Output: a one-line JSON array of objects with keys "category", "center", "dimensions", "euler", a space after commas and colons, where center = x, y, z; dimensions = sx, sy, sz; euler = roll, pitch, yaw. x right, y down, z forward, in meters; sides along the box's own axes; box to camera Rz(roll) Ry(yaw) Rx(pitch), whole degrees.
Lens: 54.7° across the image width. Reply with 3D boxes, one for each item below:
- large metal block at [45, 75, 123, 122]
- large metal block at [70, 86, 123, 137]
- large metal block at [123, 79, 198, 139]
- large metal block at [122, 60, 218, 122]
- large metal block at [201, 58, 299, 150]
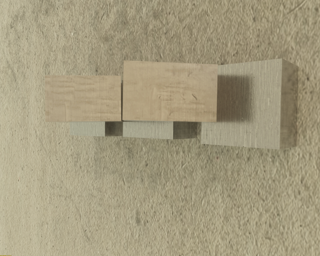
[{"category": "large metal block", "center": [-0.086, -0.032, 0.374], "dimensions": [0.081, 0.080, 0.050], "euler": [-1, 90, -6]}, {"category": "large metal block", "center": [-0.089, -0.029, 0.461], "dimensions": [0.080, 0.050, 0.079], "euler": [1, 90, 39]}, {"category": "large metal block", "center": [0.000, -0.028, 0.389], "dimensions": [0.080, 0.050, 0.079], "euler": [1, 91, 39]}, {"category": "large metal block", "center": [0.005, -0.031, 0.302], "dimensions": [0.080, 0.081, 0.050], "euler": [-172, 84, -84]}, {"category": "large metal block", "center": [0.091, -0.022, 0.315], "dimensions": [0.080, 0.050, 0.079], "euler": [2, 91, 39]}]
